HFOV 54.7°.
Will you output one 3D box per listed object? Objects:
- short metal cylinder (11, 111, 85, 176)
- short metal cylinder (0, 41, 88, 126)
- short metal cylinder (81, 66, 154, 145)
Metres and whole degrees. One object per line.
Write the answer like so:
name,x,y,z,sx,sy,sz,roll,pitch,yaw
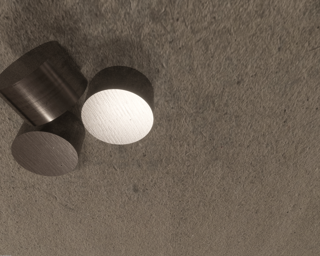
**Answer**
short metal cylinder,-0.143,0.018,0.404,0.081,0.050,0.079,0,130,0
short metal cylinder,-0.125,-0.048,0.328,0.080,0.080,0.050,-21,127,16
short metal cylinder,-0.048,-0.026,0.368,0.081,0.050,0.079,0,130,0
